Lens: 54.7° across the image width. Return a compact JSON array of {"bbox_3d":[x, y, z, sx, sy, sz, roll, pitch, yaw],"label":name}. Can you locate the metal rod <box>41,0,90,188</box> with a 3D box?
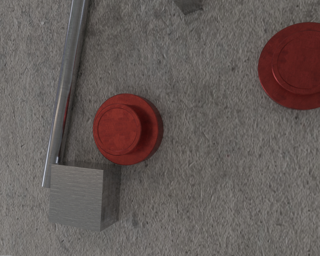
[{"bbox_3d":[-0.138,-0.059,0.457,0.025,0.025,0.298,12,94,19],"label":"metal rod"}]

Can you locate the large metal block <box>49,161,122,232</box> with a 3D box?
[{"bbox_3d":[-0.103,0.091,0.432,0.080,0.050,0.079,4,91,20],"label":"large metal block"}]

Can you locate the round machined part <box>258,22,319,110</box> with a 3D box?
[{"bbox_3d":[0.160,-0.069,0.343,0.098,0.042,0.097,0,90,20],"label":"round machined part"}]

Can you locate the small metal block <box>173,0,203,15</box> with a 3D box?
[{"bbox_3d":[0.030,-0.176,0.385,0.025,0.050,0.050,-13,86,19],"label":"small metal block"}]

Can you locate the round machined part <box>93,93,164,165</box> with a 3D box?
[{"bbox_3d":[-0.048,0.002,0.417,0.098,0.042,0.097,0,90,20],"label":"round machined part"}]
